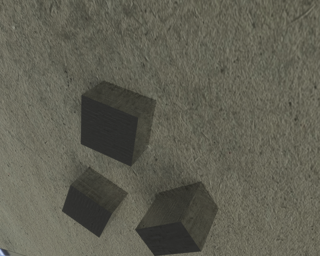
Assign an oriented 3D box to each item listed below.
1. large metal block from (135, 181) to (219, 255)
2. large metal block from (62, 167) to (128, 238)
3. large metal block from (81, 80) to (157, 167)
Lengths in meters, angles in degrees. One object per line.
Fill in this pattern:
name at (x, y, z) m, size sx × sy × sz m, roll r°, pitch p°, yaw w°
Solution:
large metal block at (0.026, 0.128, 0.437) m, size 0.080 × 0.080 × 0.050 m, roll -23°, pitch 106°, yaw 36°
large metal block at (-0.112, 0.127, 0.528) m, size 0.080 × 0.050 × 0.079 m, roll 33°, pitch 129°, yaw 6°
large metal block at (-0.057, -0.007, 0.417) m, size 0.080 × 0.050 × 0.079 m, roll 22°, pitch 127°, yaw 15°
